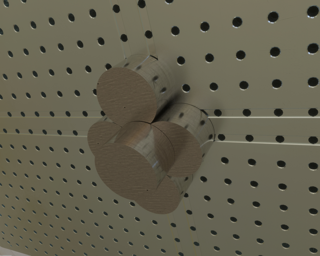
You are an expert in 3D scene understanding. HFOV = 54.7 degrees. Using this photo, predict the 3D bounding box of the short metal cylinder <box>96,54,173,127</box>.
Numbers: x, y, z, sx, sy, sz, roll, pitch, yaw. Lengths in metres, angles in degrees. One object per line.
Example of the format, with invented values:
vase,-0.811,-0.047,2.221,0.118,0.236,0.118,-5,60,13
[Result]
short metal cylinder,-0.030,-0.045,0.383,0.080,0.050,0.079,13,124,20

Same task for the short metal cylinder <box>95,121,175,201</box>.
short metal cylinder,-0.029,0.039,0.369,0.080,0.050,0.079,13,124,21

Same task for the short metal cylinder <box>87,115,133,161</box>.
short metal cylinder,-0.053,0.014,0.432,0.080,0.050,0.079,13,124,21

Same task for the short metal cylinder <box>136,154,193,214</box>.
short metal cylinder,0.000,0.075,0.441,0.080,0.050,0.079,12,122,21

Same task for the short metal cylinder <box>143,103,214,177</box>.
short metal cylinder,0.023,0.015,0.392,0.080,0.050,0.079,13,124,21
